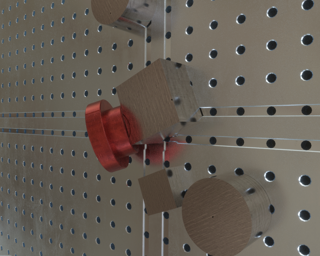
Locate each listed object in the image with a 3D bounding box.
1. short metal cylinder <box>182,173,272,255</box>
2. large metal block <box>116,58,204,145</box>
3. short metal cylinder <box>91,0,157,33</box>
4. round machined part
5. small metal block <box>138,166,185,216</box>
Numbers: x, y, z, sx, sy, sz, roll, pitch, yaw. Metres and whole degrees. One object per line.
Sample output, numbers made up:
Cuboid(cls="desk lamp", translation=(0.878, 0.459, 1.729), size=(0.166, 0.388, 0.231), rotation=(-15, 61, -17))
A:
Cuboid(cls="short metal cylinder", translation=(0.071, 0.090, 0.333), size=(0.080, 0.050, 0.079), rotation=(0, 90, 40))
Cuboid(cls="large metal block", translation=(-0.002, -0.030, 0.393), size=(0.080, 0.050, 0.080), rotation=(-26, 74, 36))
Cuboid(cls="short metal cylinder", translation=(-0.051, -0.179, 0.433), size=(0.080, 0.050, 0.079), rotation=(0, 90, 39))
Cuboid(cls="round machined part", translation=(-0.059, 0.007, 0.418), size=(0.042, 0.098, 0.098), rotation=(-18, 77, 6))
Cuboid(cls="small metal block", translation=(0.003, 0.083, 0.405), size=(0.050, 0.025, 0.050), rotation=(-27, 74, 36))
